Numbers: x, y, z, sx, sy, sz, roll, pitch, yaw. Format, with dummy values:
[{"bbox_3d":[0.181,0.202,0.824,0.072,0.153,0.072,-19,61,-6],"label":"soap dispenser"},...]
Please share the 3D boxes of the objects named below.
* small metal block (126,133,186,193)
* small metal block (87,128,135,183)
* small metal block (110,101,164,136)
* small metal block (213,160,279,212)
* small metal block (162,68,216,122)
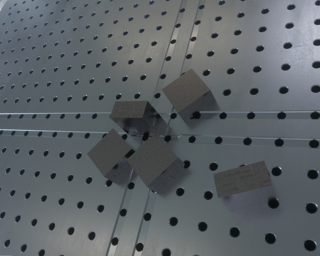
[{"bbox_3d":[-0.005,0.043,0.385,0.050,0.025,0.050,-43,51,-1],"label":"small metal block"},{"bbox_3d":[-0.063,0.037,0.420,0.050,0.025,0.050,-45,51,-3],"label":"small metal block"},{"bbox_3d":[-0.030,-0.012,0.417,0.050,0.050,0.025,1,63,29],"label":"small metal block"},{"bbox_3d":[0.087,0.060,0.310,0.050,0.050,0.025,-19,55,17],"label":"small metal block"},{"bbox_3d":[0.038,-0.044,0.416,0.050,0.025,0.050,-35,51,5],"label":"small metal block"}]
